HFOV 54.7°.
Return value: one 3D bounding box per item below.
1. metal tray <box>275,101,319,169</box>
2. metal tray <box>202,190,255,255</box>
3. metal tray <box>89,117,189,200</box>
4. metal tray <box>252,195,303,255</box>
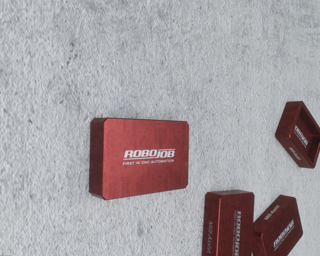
[{"bbox_3d":[0.295,0.016,0.648,0.130,0.030,0.090,42,65,-32],"label":"metal tray"},{"bbox_3d":[0.110,0.167,0.493,0.091,0.030,0.129,6,86,-40],"label":"metal tray"},{"bbox_3d":[-0.021,0.034,0.384,0.131,0.030,0.089,1,89,-40],"label":"metal tray"},{"bbox_3d":[0.222,0.198,0.587,0.131,0.030,0.089,-28,108,-36],"label":"metal tray"}]
